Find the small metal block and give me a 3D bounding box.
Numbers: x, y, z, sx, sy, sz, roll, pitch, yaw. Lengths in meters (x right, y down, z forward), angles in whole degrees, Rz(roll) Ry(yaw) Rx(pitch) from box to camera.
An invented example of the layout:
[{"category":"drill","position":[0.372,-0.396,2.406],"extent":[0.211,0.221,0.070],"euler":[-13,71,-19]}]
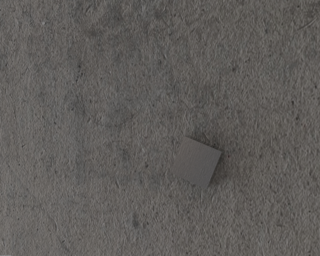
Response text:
[{"category":"small metal block","position":[0.048,0.042,0.392],"extent":[0.050,0.025,0.050],"euler":[23,98,18]}]
